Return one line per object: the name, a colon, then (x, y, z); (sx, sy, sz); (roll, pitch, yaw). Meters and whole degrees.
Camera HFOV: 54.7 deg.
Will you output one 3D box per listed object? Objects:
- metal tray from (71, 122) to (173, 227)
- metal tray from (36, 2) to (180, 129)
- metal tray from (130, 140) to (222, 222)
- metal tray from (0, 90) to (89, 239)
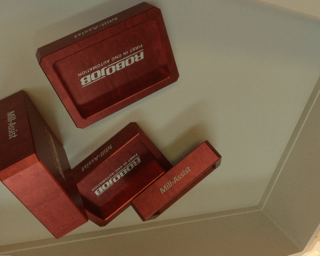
metal tray: (-0.057, 0.064, 0.413); (0.130, 0.030, 0.090); (-39, 129, -2)
metal tray: (-0.051, -0.067, 0.335); (0.131, 0.030, 0.090); (-28, 128, -11)
metal tray: (0.027, 0.077, 0.437); (0.130, 0.030, 0.090); (-39, 163, -2)
metal tray: (-0.115, 0.029, 0.296); (0.030, 0.130, 0.090); (-29, 128, -10)
